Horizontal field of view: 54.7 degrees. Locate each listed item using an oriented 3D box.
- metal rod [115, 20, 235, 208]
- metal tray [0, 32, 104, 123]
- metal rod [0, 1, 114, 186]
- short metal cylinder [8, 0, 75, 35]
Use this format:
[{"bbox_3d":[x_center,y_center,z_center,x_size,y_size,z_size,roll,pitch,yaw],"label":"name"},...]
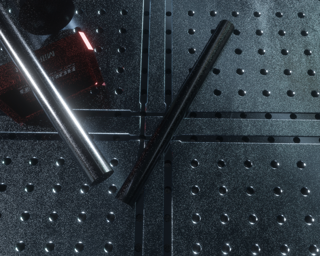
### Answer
[{"bbox_3d":[0.028,-0.032,0.423,0.025,0.025,0.300,28,72,9],"label":"metal rod"},{"bbox_3d":[-0.143,-0.061,0.397,0.131,0.090,0.030,-28,73,-10],"label":"metal tray"},{"bbox_3d":[-0.142,-0.067,0.337,0.025,0.025,0.299,-34,74,-12],"label":"metal rod"},{"bbox_3d":[-0.172,-0.181,0.447,0.080,0.080,0.050,-29,73,-10],"label":"short metal cylinder"}]
